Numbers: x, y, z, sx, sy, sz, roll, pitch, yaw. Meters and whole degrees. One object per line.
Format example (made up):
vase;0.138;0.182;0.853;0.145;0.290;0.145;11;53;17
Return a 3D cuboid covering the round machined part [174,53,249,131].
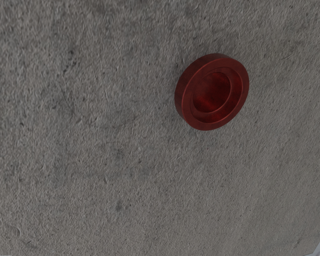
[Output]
round machined part;0.062;-0.049;0.399;0.099;0.042;0.097;-14;124;-21
